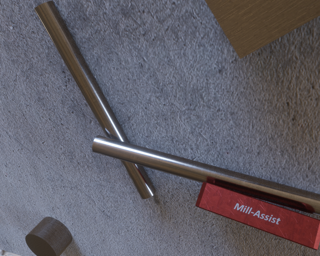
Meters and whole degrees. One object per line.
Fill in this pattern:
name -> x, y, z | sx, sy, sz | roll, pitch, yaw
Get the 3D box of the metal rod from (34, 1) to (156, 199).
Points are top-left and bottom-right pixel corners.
metal rod -> -0.081, -0.026, 0.431 | 0.025, 0.025, 0.299 | -14, 111, 34

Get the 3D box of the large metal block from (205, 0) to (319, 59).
large metal block -> 0.090, -0.120, 0.269 | 0.080, 0.050, 0.080 | -26, 105, 36

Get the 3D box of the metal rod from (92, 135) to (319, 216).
metal rod -> 0.055, 0.057, 0.394 | 0.301, 0.025, 0.025 | 14, 124, 13

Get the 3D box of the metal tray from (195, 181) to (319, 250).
metal tray -> 0.114, 0.104, 0.373 | 0.130, 0.030, 0.090 | 16, 168, 18

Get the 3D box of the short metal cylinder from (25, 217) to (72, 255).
short metal cylinder -> -0.236, 0.237, 0.658 | 0.080, 0.050, 0.079 | 13, 124, 20
